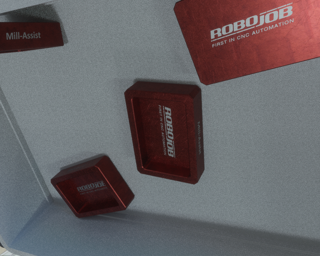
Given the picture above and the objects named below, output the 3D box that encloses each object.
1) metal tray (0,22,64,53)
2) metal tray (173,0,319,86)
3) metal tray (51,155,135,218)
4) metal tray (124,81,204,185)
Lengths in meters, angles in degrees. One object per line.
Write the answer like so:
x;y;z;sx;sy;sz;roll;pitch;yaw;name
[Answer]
-0.196;-0.107;0.376;0.090;0.131;0.030;1;107;28;metal tray
0.088;-0.100;0.297;0.130;0.030;0.090;-11;113;32;metal tray
-0.118;0.105;0.532;0.130;0.030;0.090;-20;108;35;metal tray
0.008;0.007;0.405;0.090;0.030;0.129;8;122;24;metal tray
